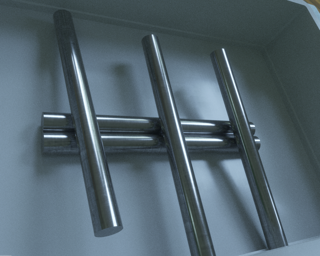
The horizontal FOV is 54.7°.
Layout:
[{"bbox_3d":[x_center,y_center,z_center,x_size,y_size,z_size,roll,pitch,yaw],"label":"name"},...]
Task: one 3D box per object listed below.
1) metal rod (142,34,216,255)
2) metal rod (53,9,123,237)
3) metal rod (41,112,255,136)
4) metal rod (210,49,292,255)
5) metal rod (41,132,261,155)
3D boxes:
[{"bbox_3d":[0.016,0.007,0.378,0.025,0.025,0.299,1,61,-28],"label":"metal rod"},{"bbox_3d":[-0.088,-0.031,0.345,0.025,0.025,0.299,-1,54,-29],"label":"metal rod"},{"bbox_3d":[0.005,-0.001,0.409,0.303,0.025,0.025,2,61,-28],"label":"metal rod"},{"bbox_3d":[0.120,0.028,0.425,0.025,0.025,0.299,-4,72,-30],"label":"metal rod"},{"bbox_3d":[0.009,0.020,0.398,0.303,0.025,0.025,2,61,-28],"label":"metal rod"}]
